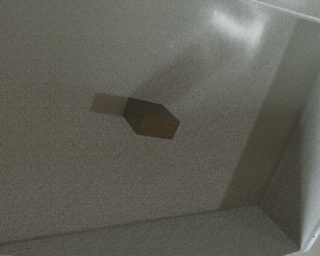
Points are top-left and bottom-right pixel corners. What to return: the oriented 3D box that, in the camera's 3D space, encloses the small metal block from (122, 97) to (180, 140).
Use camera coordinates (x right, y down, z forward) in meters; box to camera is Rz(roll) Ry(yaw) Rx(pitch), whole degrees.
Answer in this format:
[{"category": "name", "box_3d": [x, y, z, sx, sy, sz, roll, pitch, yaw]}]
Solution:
[{"category": "small metal block", "box_3d": [-0.012, -0.012, 0.380, 0.050, 0.050, 0.025, 10, 114, -33]}]
